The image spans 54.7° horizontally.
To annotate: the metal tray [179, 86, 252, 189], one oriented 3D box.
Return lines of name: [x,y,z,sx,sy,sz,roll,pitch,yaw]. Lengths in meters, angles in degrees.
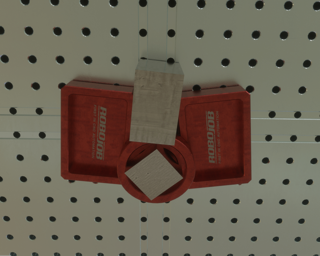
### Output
metal tray: [0.072,0.014,0.412,0.091,0.030,0.129,-6,110,2]

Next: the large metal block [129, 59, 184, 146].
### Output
large metal block: [-0.005,-0.034,0.367,0.050,0.080,0.079,6,110,-2]

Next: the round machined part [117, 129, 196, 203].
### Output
round machined part: [-0.004,0.046,0.407,0.099,0.042,0.097,0,110,0]

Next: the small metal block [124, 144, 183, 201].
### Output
small metal block: [-0.007,0.053,0.384,0.050,0.025,0.050,-37,106,12]

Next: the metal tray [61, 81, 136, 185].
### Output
metal tray: [-0.081,0.008,0.409,0.091,0.030,0.129,6,110,-3]
